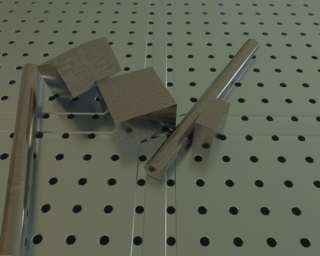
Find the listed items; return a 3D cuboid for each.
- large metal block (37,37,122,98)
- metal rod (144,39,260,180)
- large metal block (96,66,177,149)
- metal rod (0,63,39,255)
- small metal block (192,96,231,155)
[{"bbox_3d":[-0.115,-0.084,0.438,0.080,0.050,0.080,-37,26,-27],"label":"large metal block"},{"bbox_3d":[0.074,-0.044,0.444,0.025,0.025,0.301,27,55,20],"label":"metal rod"},{"bbox_3d":[-0.032,-0.030,0.416,0.081,0.050,0.080,-19,53,-15],"label":"large metal block"},{"bbox_3d":[-0.171,0.022,0.387,0.025,0.025,0.300,-9,51,-7],"label":"metal rod"},{"bbox_3d":[0.065,-0.003,0.394,0.025,0.050,0.050,24,54,18],"label":"small metal block"}]
